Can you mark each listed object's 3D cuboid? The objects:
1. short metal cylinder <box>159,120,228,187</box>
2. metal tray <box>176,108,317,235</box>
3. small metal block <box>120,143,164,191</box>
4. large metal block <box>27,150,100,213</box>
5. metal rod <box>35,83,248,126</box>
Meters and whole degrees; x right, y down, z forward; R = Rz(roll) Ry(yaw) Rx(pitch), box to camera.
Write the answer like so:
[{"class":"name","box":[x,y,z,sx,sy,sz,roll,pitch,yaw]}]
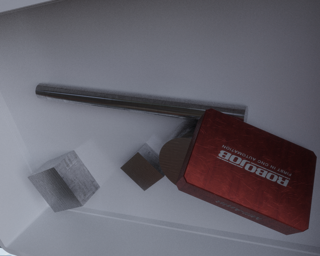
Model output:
[{"class":"short metal cylinder","box":[0.046,0.034,0.388,0.080,0.050,0.079,13,124,20]},{"class":"metal tray","box":[0.093,0.044,0.325,0.131,0.090,0.030,23,152,-1]},{"class":"small metal block","box":[-0.022,0.058,0.454,0.050,0.025,0.050,44,129,-3]},{"class":"large metal block","box":[-0.166,0.094,0.535,0.080,0.050,0.080,-21,108,35]},{"class":"metal rod","box":[-0.040,-0.034,0.407,0.301,0.025,0.025,9,122,23]}]
